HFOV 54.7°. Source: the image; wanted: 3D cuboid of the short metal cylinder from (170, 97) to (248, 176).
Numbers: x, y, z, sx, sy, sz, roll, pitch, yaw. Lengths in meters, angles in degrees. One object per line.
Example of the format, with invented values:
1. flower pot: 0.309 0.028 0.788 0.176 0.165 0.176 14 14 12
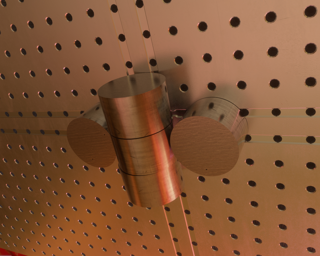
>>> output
1. short metal cylinder: 0.059 0.010 0.368 0.080 0.050 0.079 13 124 20

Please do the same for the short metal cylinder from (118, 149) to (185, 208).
1. short metal cylinder: -0.010 0.061 0.417 0.080 0.080 0.050 1 119 27

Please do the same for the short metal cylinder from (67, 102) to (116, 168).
1. short metal cylinder: -0.084 0.010 0.442 0.080 0.050 0.079 13 124 20

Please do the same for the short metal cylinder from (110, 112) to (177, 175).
1. short metal cylinder: -0.019 0.016 0.393 0.080 0.080 0.050 2 119 27

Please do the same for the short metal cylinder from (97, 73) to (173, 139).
1. short metal cylinder: -0.028 -0.029 0.370 0.080 0.080 0.050 3 120 26
